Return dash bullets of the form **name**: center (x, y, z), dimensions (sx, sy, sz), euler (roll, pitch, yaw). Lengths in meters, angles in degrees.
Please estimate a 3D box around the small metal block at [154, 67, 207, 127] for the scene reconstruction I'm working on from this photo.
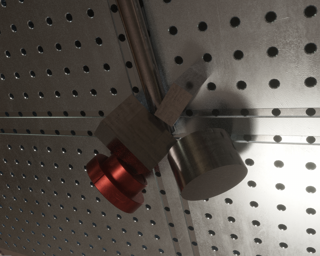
- **small metal block**: center (0.024, -0.036, 0.359), dimensions (0.025, 0.050, 0.050), euler (36, 129, 4)

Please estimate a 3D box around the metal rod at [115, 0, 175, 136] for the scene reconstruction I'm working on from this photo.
- **metal rod**: center (-0.032, -0.126, 0.348), dimensions (0.025, 0.025, 0.298), euler (-3, 117, 29)

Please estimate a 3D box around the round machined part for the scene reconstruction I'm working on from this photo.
- **round machined part**: center (-0.056, 0.072, 0.449), dimensions (0.042, 0.098, 0.098), euler (-44, 95, 3)

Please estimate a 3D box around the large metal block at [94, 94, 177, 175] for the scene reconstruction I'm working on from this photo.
- **large metal block**: center (-0.034, 0.012, 0.397), dimensions (0.080, 0.050, 0.080), euler (46, 159, -4)

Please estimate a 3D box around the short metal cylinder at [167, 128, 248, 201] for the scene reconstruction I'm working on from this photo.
- **short metal cylinder**: center (0.055, 0.044, 0.365), dimensions (0.080, 0.081, 0.050), euler (-54, 44, 39)
